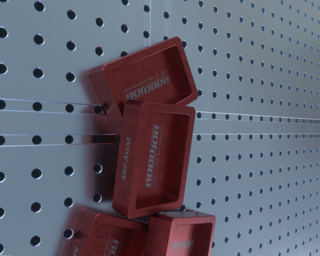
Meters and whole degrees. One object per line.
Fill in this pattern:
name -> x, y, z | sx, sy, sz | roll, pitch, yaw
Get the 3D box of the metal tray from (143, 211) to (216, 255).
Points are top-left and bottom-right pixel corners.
metal tray -> 0.029, 0.159, 0.409 | 0.131, 0.030, 0.090 | 22, 76, -54

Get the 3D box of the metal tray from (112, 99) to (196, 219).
metal tray -> -0.005, 0.035, 0.370 | 0.091, 0.030, 0.129 | 2, 97, -45

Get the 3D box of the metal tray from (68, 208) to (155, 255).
metal tray -> -0.063, 0.166, 0.354 | 0.090, 0.030, 0.130 | 27, 73, -37

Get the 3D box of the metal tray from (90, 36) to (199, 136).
metal tray -> -0.013, -0.055, 0.396 | 0.131, 0.030, 0.090 | -32, 110, -36
